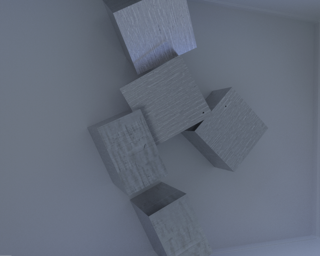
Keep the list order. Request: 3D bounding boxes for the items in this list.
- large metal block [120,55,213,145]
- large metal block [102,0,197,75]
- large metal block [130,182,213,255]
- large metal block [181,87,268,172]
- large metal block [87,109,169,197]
[{"bbox_3d":[0.008,-0.035,0.386,0.080,0.050,0.080,-29,99,4],"label":"large metal block"},{"bbox_3d":[-0.011,-0.123,0.366,0.080,0.050,0.080,-26,133,-5],"label":"large metal block"},{"bbox_3d":[0.011,0.121,0.387,0.050,0.080,0.080,-27,99,-18],"label":"large metal block"},{"bbox_3d":[0.088,0.002,0.431,0.080,0.050,0.080,45,76,-15],"label":"large metal block"},{"bbox_3d":[-0.041,0.026,0.367,0.050,0.080,0.080,-26,99,-18],"label":"large metal block"}]
